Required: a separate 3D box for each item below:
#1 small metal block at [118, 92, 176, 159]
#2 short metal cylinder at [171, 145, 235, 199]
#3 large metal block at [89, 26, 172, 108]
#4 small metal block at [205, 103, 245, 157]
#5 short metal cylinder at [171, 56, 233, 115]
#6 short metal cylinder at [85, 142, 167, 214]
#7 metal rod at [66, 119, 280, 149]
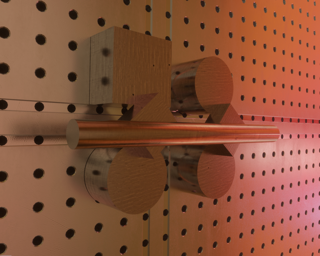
[{"bbox_3d":[-0.011,-0.003,0.335,0.050,0.025,0.050,-48,118,-29],"label":"small metal block"},{"bbox_3d":[0.063,0.057,0.446,0.081,0.050,0.080,0,90,-40],"label":"short metal cylinder"},{"bbox_3d":[-0.033,-0.065,0.364,0.081,0.050,0.080,2,89,-40],"label":"large metal block"},{"bbox_3d":[0.086,0.003,0.417,0.050,0.025,0.050,48,62,-29],"label":"small metal block"},{"bbox_3d":[0.060,-0.058,0.443,0.081,0.050,0.080,0,90,-40],"label":"short metal cylinder"},{"bbox_3d":[-0.039,0.054,0.359,0.081,0.050,0.080,0,90,-40],"label":"short metal cylinder"},{"bbox_3d":[0.045,0.007,0.348,0.302,0.025,0.025,1,90,-40],"label":"metal rod"}]
